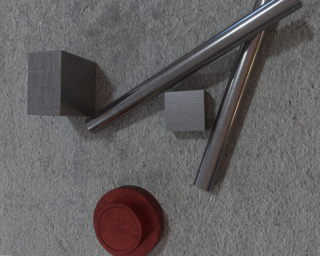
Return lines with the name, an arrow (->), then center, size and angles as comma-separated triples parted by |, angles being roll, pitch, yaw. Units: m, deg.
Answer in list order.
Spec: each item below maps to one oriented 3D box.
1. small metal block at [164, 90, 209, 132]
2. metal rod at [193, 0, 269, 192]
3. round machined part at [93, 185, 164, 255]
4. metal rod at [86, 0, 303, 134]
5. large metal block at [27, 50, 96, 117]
small metal block -> 0.034, -0.021, 0.396 | 0.050, 0.025, 0.050 | -2, 89, 19
metal rod -> 0.099, -0.067, 0.373 | 0.025, 0.025, 0.298 | 20, 96, 18
round machined part -> -0.047, 0.129, 0.416 | 0.098, 0.042, 0.097 | 0, 90, 19
metal rod -> 0.023, -0.071, 0.383 | 0.300, 0.025, 0.025 | -29, 81, 23
large metal block -> -0.131, -0.056, 0.425 | 0.050, 0.080, 0.079 | 2, 91, 20
